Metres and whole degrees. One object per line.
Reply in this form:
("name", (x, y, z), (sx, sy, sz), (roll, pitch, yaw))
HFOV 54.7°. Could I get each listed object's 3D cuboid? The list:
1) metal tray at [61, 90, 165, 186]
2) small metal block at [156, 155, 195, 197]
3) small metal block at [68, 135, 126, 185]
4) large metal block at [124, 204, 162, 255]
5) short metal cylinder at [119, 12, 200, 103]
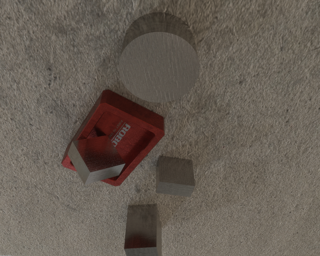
("metal tray", (-0.065, 0.019, 0.419), (0.090, 0.030, 0.129), (26, 125, -21))
("small metal block", (0.021, 0.070, 0.450), (0.050, 0.050, 0.025), (9, 130, -8))
("small metal block", (-0.081, 0.039, 0.393), (0.050, 0.050, 0.025), (-10, 142, -42))
("large metal block", (-0.026, 0.188, 0.531), (0.050, 0.080, 0.080), (-5, 130, 4))
("short metal cylinder", (-0.001, -0.074, 0.328), (0.081, 0.050, 0.079), (0, 130, 0))
